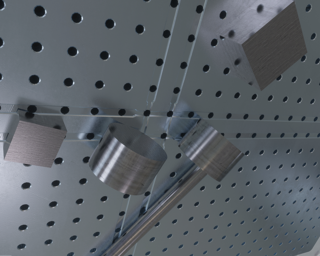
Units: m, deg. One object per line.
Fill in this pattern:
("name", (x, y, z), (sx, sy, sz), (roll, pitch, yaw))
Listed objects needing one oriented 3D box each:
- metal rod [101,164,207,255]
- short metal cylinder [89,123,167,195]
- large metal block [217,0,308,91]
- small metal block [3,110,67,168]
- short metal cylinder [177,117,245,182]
("metal rod", (-0.003, 0.132, 0.491), (0.300, 0.025, 0.025), (-45, 129, 3))
("short metal cylinder", (-0.038, 0.036, 0.377), (0.080, 0.080, 0.050), (21, 107, -36))
("large metal block", (0.133, -0.109, 0.400), (0.080, 0.050, 0.080), (-40, 130, -1))
("small metal block", (-0.139, 0.013, 0.344), (0.050, 0.025, 0.050), (17, 110, -35))
("short metal cylinder", (0.071, 0.029, 0.433), (0.050, 0.080, 0.080), (-49, 129, 6))
